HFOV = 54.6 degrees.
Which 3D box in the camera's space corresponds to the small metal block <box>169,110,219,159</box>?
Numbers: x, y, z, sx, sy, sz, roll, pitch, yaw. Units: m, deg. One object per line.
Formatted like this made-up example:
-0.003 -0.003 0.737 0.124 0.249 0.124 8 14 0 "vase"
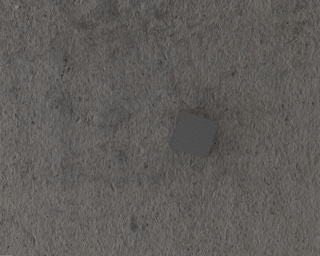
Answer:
0.044 0.009 0.410 0.050 0.025 0.050 18 90 0 "small metal block"
